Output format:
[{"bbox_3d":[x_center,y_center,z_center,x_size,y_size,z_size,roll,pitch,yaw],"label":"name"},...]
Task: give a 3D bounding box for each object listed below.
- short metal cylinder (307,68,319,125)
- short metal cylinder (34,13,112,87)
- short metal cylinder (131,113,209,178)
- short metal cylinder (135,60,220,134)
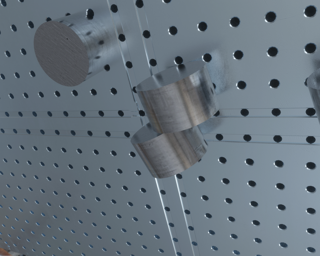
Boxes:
[{"bbox_3d":[0.176,-0.029,0.265,0.080,0.080,0.050,-14,111,33],"label":"short metal cylinder"},{"bbox_3d":[-0.108,-0.099,0.389,0.080,0.050,0.079,13,124,20],"label":"short metal cylinder"},{"bbox_3d":[0.012,0.017,0.379,0.080,0.080,0.050,-19,109,35],"label":"short metal cylinder"},{"bbox_3d":[0.020,-0.036,0.342,0.080,0.080,0.050,-9,114,32],"label":"short metal cylinder"}]
